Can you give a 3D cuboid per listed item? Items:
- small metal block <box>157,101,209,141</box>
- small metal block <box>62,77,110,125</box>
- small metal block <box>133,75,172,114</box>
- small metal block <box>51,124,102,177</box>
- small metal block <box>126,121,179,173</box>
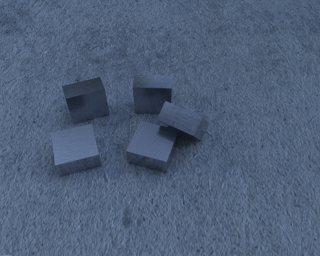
[{"bbox_3d":[0.030,-0.008,0.390,0.050,0.050,0.025,25,89,19],"label":"small metal block"},{"bbox_3d":[-0.098,-0.036,0.416,0.050,0.050,0.025,-17,52,-14],"label":"small metal block"},{"bbox_3d":[-0.009,-0.045,0.425,0.050,0.050,0.025,1,50,1],"label":"small metal block"},{"bbox_3d":[-0.102,0.026,0.380,0.050,0.025,0.050,-13,51,-11],"label":"small metal block"},{"bbox_3d":[-0.008,0.023,0.384,0.050,0.025,0.050,14,51,11],"label":"small metal block"}]
